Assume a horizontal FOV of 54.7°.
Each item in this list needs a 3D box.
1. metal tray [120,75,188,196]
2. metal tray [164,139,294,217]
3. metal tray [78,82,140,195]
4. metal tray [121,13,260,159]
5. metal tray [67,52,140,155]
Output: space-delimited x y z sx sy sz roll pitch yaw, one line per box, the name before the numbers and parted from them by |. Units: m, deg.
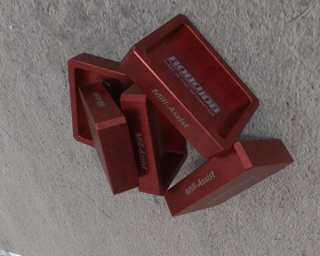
metal tray | -0.001 0.003 0.368 0.030 0.090 0.129 6 122 25
metal tray | 0.076 0.059 0.362 0.129 0.091 0.030 -44 58 39
metal tray | -0.064 0.007 0.371 0.130 0.030 0.089 -131 29 -57
metal tray | 0.035 -0.044 0.317 0.130 0.090 0.030 47 143 -6
metal tray | -0.077 -0.029 0.426 0.090 0.030 0.129 18 126 17
